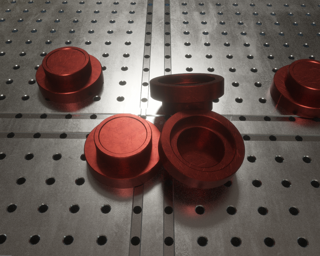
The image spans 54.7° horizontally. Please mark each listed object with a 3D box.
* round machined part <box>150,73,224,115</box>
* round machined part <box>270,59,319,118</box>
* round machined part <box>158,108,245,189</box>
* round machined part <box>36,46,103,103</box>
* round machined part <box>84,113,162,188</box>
[{"bbox_3d":[0.036,-0.045,0.417,0.099,0.042,0.098,-3,19,1],"label":"round machined part"},{"bbox_3d":[0.217,-0.064,0.453,0.099,0.042,0.098,0,50,0],"label":"round machined part"},{"bbox_3d":[0.046,0.027,0.368,0.099,0.042,0.098,5,55,-7],"label":"round machined part"},{"bbox_3d":[-0.137,-0.086,0.467,0.099,0.042,0.098,0,50,0],"label":"round machined part"},{"bbox_3d":[-0.044,0.020,0.379,0.099,0.042,0.098,0,50,0],"label":"round machined part"}]
